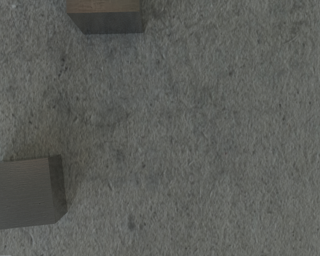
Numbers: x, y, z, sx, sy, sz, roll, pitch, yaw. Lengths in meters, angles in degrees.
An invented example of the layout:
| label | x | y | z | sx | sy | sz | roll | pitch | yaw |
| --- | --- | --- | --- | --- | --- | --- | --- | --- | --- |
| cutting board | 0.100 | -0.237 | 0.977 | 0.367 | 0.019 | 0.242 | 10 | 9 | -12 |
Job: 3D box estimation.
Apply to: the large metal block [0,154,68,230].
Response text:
| label | x | y | z | sx | sy | sz | roll | pitch | yaw |
| --- | --- | --- | --- | --- | --- | --- | --- | --- | --- |
| large metal block | -0.170 | 0.079 | 0.395 | 0.081 | 0.050 | 0.079 | -6 | 90 | -1 |

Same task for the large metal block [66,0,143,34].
| label | x | y | z | sx | sy | sz | roll | pitch | yaw |
| --- | --- | --- | --- | --- | --- | --- | --- | --- | --- |
| large metal block | -0.064 | -0.153 | 0.382 | 0.081 | 0.080 | 0.050 | -2 | 90 | -1 |
